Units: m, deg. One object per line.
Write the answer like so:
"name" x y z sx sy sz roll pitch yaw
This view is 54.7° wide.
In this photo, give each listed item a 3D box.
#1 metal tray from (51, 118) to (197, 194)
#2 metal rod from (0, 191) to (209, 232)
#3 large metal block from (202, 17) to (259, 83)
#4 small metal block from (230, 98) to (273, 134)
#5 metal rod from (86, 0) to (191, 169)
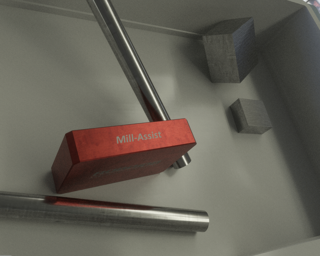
"metal tray" -0.038 0.029 0.326 0.131 0.090 0.030 -7 66 -32
"metal rod" -0.086 0.083 0.309 0.302 0.025 0.025 12 57 -22
"large metal block" 0.118 -0.128 0.508 0.080 0.050 0.080 -44 128 -39
"small metal block" 0.146 -0.018 0.498 0.050 0.025 0.050 3 60 -27
"metal rod" -0.038 -0.084 0.367 0.025 0.025 0.299 -37 105 -39
